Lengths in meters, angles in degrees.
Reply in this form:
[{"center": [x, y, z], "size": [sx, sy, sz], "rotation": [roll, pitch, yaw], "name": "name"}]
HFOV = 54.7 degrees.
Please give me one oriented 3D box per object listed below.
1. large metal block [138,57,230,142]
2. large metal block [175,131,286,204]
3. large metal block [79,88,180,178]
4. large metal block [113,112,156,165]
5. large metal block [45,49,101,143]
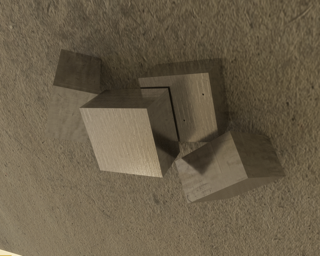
[{"center": [0.031, -0.031, 0.356], "size": [0.080, 0.050, 0.080], "rotation": [0, 119, 27], "name": "large metal block"}, {"center": [0.079, 0.046, 0.350], "size": [0.080, 0.081, 0.050], "rotation": [-35, 61, 38], "name": "large metal block"}, {"center": [-0.030, 0.003, 0.341], "size": [0.080, 0.050, 0.079], "rotation": [2, 120, 27], "name": "large metal block"}, {"center": [-0.032, 0.005, 0.408], "size": [0.080, 0.050, 0.080], "rotation": [0, 119, 27], "name": "large metal block"}, {"center": [-0.110, -0.041, 0.395], "size": [0.050, 0.080, 0.079], "rotation": [10, 130, -18], "name": "large metal block"}]
